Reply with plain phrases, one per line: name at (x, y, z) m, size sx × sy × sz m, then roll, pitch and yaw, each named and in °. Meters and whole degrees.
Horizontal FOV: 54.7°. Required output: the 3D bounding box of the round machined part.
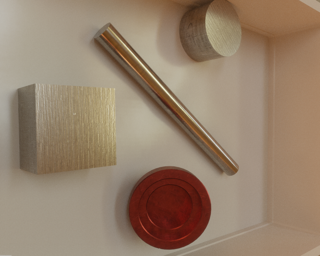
round machined part at (0.011, 0.096, 0.387) m, size 0.099 × 0.042 × 0.097 m, roll 0°, pitch 93°, yaw -5°

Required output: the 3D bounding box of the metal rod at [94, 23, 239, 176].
metal rod at (0.026, -0.022, 0.430) m, size 0.300 × 0.025 × 0.025 m, roll 44°, pitch 63°, yaw -31°

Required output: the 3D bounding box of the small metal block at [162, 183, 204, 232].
small metal block at (0.033, 0.111, 0.437) m, size 0.050 × 0.025 × 0.050 m, roll -11°, pitch 98°, yaw -40°

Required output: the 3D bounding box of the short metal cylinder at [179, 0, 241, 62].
short metal cylinder at (0.075, -0.141, 0.455) m, size 0.081 × 0.050 × 0.079 m, roll 0°, pitch 90°, yaw -40°

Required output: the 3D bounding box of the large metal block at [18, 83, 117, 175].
large metal block at (-0.093, 0.000, 0.314) m, size 0.081 × 0.050 × 0.079 m, roll -2°, pitch 92°, yaw -40°
